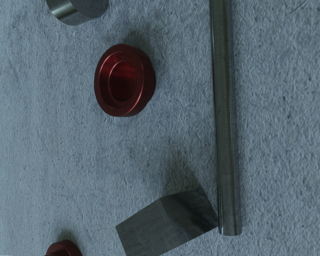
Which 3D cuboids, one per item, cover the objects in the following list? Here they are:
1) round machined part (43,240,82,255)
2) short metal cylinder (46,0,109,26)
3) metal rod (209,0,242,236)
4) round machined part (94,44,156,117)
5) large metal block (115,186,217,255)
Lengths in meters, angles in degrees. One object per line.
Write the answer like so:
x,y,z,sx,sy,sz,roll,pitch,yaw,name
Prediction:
-0.175,0.250,0.539,0.098,0.042,0.097,0,90,40,round machined part
-0.126,-0.203,0.473,0.050,0.081,0.080,-2,89,40,short metal cylinder
0.072,-0.034,0.345,0.025,0.025,0.298,-4,88,40,metal rod
-0.044,-0.064,0.430,0.098,0.042,0.097,0,90,40,round machined part
0.010,0.114,0.361,0.080,0.081,0.050,-40,66,33,large metal block
